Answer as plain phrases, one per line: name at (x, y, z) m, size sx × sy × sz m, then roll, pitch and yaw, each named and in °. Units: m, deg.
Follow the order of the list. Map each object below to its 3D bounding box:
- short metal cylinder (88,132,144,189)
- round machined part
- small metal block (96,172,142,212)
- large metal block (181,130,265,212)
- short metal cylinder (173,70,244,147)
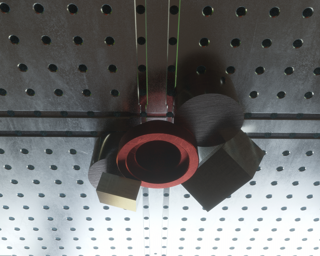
short metal cylinder at (-0.057, 0.052, 0.438) m, size 0.081 × 0.050 × 0.079 m, roll 0°, pitch 130°, yaw 0°
round machined part at (-0.002, 0.028, 0.386) m, size 0.099 × 0.042 × 0.097 m, roll 0°, pitch 130°, yaw 0°
small metal block at (-0.052, 0.083, 0.400) m, size 0.050 × 0.025 × 0.050 m, roll 14°, pitch 149°, yaw 4°
large metal block at (0.085, 0.053, 0.413) m, size 0.050 × 0.080 × 0.080 m, roll 46°, pitch 122°, yaw 7°
short metal cylinder at (0.056, -0.023, 0.376) m, size 0.081 × 0.050 × 0.079 m, roll 0°, pitch 130°, yaw 0°
